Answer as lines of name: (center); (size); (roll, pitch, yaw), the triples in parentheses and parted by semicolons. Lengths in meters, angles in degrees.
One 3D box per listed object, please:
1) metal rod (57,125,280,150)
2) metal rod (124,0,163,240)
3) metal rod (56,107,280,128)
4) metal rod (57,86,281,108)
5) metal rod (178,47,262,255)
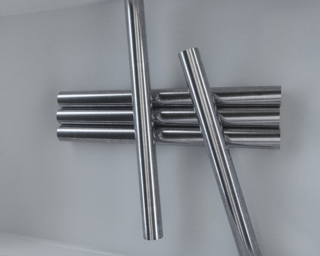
metal rod: (-0.003, 0.010, 0.409); (0.301, 0.025, 0.025); (1, 91, 19)
metal rod: (-0.021, -0.013, 0.389); (0.025, 0.025, 0.298); (-5, 88, 19)
metal rod: (-0.003, -0.015, 0.409); (0.301, 0.025, 0.025); (1, 91, 19)
metal rod: (-0.002, -0.040, 0.409); (0.301, 0.025, 0.025); (1, 91, 19)
metal rod: (0.076, 0.054, 0.360); (0.025, 0.025, 0.298); (-17, 91, 19)
